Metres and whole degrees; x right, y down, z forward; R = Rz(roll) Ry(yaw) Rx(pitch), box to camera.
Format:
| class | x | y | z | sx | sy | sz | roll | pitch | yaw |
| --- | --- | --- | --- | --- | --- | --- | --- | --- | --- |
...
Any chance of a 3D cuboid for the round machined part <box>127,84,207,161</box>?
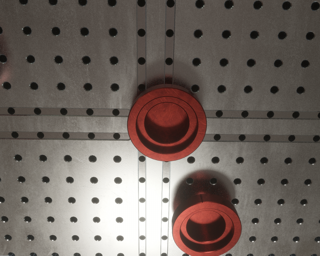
| class | x | y | z | sx | sy | sz | roll | pitch | yaw |
| --- | --- | --- | --- | --- | --- | --- | --- | --- | --- |
| round machined part | 0.009 | -0.010 | 0.401 | 0.099 | 0.042 | 0.097 | 0 | 110 | -1 |

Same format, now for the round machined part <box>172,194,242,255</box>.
| class | x | y | z | sx | sy | sz | roll | pitch | yaw |
| --- | --- | --- | --- | --- | --- | --- | --- | --- | --- |
| round machined part | 0.066 | 0.138 | 0.456 | 0.099 | 0.042 | 0.097 | 0 | 110 | -1 |
